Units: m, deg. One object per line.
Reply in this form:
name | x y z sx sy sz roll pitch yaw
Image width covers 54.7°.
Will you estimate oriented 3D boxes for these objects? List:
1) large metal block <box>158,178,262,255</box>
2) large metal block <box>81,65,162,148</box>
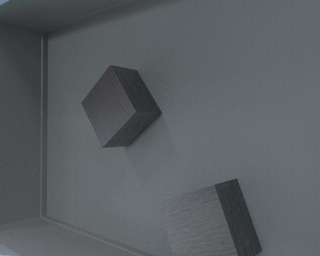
large metal block | 0.054 0.109 0.346 0.080 0.050 0.080 -27 73 37
large metal block | -0.056 -0.029 0.437 0.080 0.050 0.080 -44 64 31
